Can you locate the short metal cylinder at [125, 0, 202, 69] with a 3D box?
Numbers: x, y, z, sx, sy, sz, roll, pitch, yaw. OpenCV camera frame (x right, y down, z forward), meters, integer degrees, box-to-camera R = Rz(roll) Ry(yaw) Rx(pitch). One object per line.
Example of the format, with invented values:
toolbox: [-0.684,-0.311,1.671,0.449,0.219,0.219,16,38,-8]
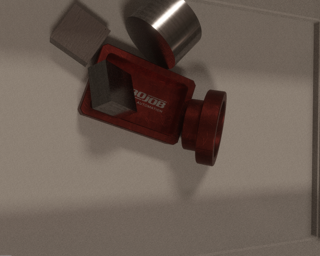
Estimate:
short metal cylinder: [0.004,-0.120,0.384,0.080,0.080,0.050,46,76,-15]

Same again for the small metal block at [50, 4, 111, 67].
small metal block: [-0.096,-0.111,0.375,0.050,0.025,0.050,35,79,-17]

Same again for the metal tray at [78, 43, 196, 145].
metal tray: [-0.027,-0.040,0.398,0.131,0.030,0.090,20,83,-19]

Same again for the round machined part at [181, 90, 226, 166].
round machined part: [0.057,-0.002,0.404,0.042,0.098,0.097,10,86,16]

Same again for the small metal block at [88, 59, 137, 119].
small metal block: [-0.054,-0.043,0.355,0.050,0.025,0.050,22,53,-59]
